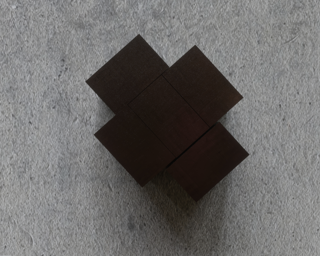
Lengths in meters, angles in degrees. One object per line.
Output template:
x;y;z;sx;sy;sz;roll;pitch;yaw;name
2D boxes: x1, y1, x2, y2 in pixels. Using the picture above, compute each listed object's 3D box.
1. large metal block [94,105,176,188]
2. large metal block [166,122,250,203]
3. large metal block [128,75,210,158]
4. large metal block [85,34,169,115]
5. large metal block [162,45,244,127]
-0.028;0.020;0.384;0.050;0.080;0.080;-42;91;0;large metal block
0.053;0.038;0.385;0.080;0.080;0.050;-42;91;0;large metal block
0.010;-0.013;0.384;0.050;0.080;0.080;-42;91;0;large metal block
-0.036;-0.060;0.384;0.080;0.080;0.050;-42;91;0;large metal block
0.047;-0.047;0.385;0.050;0.080;0.080;-42;91;0;large metal block
